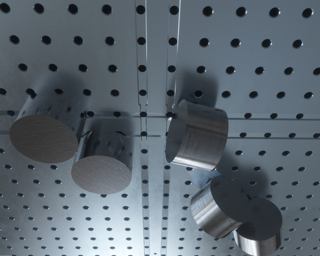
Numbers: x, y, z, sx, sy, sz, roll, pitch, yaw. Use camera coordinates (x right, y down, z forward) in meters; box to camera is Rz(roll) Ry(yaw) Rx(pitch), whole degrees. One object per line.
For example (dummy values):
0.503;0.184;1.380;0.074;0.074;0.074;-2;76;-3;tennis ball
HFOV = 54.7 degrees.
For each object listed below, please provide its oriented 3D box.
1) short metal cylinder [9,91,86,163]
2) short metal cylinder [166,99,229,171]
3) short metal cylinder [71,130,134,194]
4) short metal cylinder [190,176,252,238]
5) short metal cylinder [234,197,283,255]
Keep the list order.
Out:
-0.140;0.000;0.393;0.081;0.050;0.079;0;130;0;short metal cylinder
0.043;0.009;0.384;0.050;0.080;0.079;14;129;-12;short metal cylinder
-0.079;0.049;0.436;0.081;0.050;0.079;0;131;0;short metal cylinder
0.095;0.122;0.480;0.080;0.080;0.050;25;126;-20;short metal cylinder
0.161;0.164;0.516;0.080;0.080;0.050;-11;129;9;short metal cylinder
